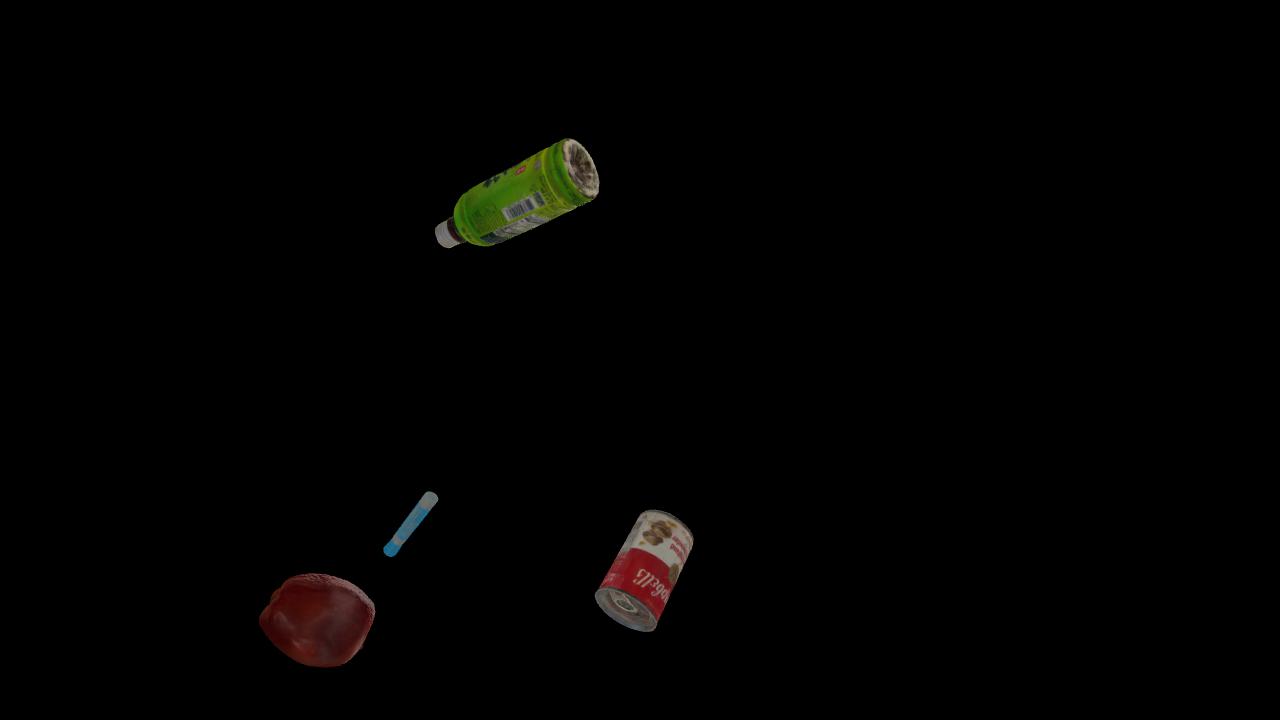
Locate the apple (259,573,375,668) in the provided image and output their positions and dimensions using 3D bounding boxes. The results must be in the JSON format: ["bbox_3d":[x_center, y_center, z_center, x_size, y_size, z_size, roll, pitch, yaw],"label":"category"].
[{"bbox_3d":[-0.290,0.237,0.559,0.093,0.079,0.079,41,-17,-20],"label":"apple"}]

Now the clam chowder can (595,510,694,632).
[{"bbox_3d":[0.007,0.214,0.634,0.068,0.068,0.102,0,37,32],"label":"clam chowder can"}]

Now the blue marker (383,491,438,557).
[{"bbox_3d":[-0.300,0.216,0.800,0.020,0.121,0.020,34,22,-16],"label":"blue marker"}]

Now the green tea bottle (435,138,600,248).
[{"bbox_3d":[-0.149,-0.177,0.699,0.212,0.073,0.073,-17,-8,26],"label":"green tea bottle"}]
